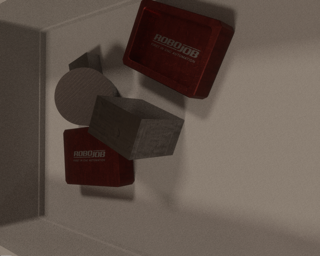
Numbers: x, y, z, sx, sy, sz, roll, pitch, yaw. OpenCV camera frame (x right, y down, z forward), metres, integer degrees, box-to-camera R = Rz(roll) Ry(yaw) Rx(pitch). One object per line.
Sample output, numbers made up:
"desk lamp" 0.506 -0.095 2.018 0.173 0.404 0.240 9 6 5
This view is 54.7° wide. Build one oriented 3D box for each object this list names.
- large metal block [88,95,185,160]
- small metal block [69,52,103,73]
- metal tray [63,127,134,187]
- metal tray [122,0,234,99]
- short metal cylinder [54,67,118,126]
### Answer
"large metal block" -0.030 -0.002 0.394 0.080 0.081 0.050 28 108 36
"small metal block" -0.120 -0.088 0.503 0.050 0.025 0.050 -19 78 38
"metal tray" -0.099 0.043 0.483 0.130 0.030 0.089 -6 86 39
"metal tray" 0.016 -0.101 0.388 0.130 0.030 0.089 32 110 35
"short metal cylinder" -0.104 -0.043 0.448 0.081 0.050 0.079 0 89 2
